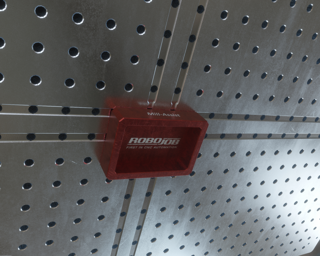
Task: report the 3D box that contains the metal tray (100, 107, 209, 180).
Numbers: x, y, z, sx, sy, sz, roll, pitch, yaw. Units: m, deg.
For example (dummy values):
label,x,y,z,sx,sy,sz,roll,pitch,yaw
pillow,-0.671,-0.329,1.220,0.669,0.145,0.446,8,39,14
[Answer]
label,x,y,z,sx,sy,sz,roll,pitch,yaw
metal tray,-0.006,0.022,0.417,0.131,0.030,0.089,2,118,-29
